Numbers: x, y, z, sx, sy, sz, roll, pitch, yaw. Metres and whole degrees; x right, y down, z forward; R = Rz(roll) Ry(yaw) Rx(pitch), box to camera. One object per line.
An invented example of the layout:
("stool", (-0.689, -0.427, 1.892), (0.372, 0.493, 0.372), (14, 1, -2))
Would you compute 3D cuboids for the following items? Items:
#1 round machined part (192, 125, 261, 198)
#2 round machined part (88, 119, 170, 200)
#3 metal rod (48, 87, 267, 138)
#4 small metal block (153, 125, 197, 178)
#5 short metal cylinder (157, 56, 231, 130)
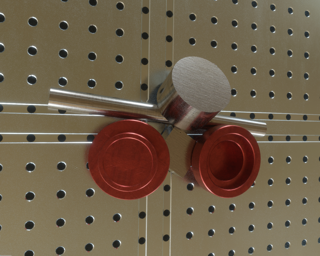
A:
("round machined part", (0.087, 0.044, 0.430), (0.099, 0.042, 0.097), (-1, 93, -23))
("round machined part", (-0.037, 0.038, 0.372), (0.099, 0.042, 0.097), (0, 91, -2))
("metal rod", (0.012, -0.017, 0.413), (0.302, 0.025, 0.025), (8, 88, -20))
("small metal block", (0.021, 0.031, 0.417), (0.050, 0.025, 0.050), (38, 78, -16))
("short metal cylinder", (0.042, -0.044, 0.395), (0.081, 0.050, 0.080), (10, 61, -19))
